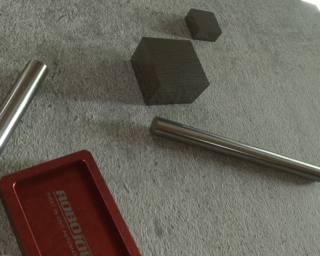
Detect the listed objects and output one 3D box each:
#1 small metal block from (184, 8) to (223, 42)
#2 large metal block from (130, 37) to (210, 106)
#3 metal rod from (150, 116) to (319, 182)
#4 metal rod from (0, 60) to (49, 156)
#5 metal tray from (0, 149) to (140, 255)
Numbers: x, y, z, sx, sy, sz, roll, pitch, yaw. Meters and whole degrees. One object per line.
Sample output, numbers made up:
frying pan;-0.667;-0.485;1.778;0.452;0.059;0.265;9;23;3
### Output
small metal block;0.078;-0.186;0.562;0.050;0.025;0.050;-3;63;-30
large metal block;0.013;-0.081;0.446;0.081;0.050;0.080;-6;65;-31
metal rod;0.129;0.037;0.452;0.302;0.025;0.025;17;55;-19
metal rod;-0.173;0.046;0.282;0.025;0.025;0.300;24;53;-14
metal tray;-0.086;0.094;0.297;0.091;0.030;0.130;-19;72;-36
